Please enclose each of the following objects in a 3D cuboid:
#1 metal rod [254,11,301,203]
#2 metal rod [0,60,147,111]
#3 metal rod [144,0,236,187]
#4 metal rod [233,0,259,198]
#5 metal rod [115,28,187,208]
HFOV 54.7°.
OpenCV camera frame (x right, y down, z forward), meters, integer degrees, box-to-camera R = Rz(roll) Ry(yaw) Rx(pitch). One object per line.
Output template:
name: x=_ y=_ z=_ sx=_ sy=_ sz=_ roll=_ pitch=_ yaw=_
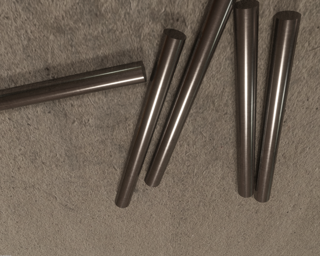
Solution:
metal rod: x=0.147 y=-0.001 z=0.408 sx=0.025 sy=0.025 sz=0.298 roll=-6 pitch=130 yaw=4
metal rod: x=-0.165 y=-0.038 z=0.371 sx=0.301 sy=0.025 sz=0.025 roll=-10 pitch=130 yaw=8
metal rod: x=0.027 y=-0.029 z=0.383 sx=0.025 sy=0.025 sz=0.298 roll=11 pitch=129 yaw=-10
metal rod: x=0.111 y=-0.010 z=0.400 sx=0.025 sy=0.025 sz=0.298 roll=-8 pitch=130 yaw=6
metal rod: x=-0.023 y=0.012 z=0.416 sx=0.025 sy=0.025 sz=0.298 roll=11 pitch=129 yaw=-10
